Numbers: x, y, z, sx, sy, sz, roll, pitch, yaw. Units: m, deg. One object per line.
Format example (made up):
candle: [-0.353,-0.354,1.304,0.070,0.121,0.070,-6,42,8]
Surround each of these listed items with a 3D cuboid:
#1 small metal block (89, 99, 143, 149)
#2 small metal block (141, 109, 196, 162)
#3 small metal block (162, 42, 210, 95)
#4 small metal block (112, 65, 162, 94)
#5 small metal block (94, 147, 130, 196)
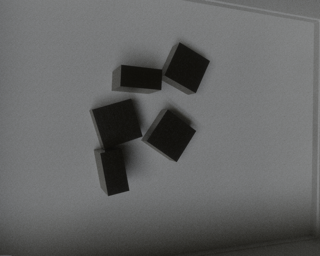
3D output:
small metal block: [-0.056,-0.006,0.391,0.050,0.025,0.050,-18,97,-19]
small metal block: [0.012,0.010,0.416,0.050,0.025,0.050,36,78,-17]
small metal block: [0.033,-0.080,0.424,0.050,0.025,0.050,27,81,-19]
small metal block: [-0.030,-0.059,0.387,0.050,0.050,0.025,3,89,-20]
small metal block: [-0.060,0.050,0.376,0.025,0.050,0.050,-11,94,-20]
